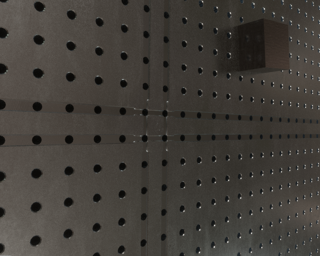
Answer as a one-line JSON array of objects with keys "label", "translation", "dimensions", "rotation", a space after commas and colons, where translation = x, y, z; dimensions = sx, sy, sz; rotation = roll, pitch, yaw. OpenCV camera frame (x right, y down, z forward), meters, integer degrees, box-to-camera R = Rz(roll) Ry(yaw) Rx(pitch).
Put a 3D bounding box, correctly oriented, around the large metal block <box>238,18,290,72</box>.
[{"label": "large metal block", "translation": [0.186, -0.143, 0.552], "dimensions": [0.081, 0.050, 0.079], "rotation": [-6, 94, -40]}]
